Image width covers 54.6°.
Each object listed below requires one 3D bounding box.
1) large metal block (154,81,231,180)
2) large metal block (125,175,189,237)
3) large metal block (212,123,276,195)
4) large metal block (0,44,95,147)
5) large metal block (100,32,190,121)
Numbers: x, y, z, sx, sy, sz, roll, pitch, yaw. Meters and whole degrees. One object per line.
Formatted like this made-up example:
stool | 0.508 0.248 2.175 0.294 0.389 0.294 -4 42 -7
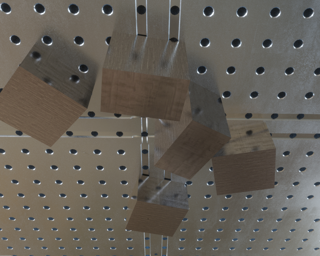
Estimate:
large metal block | 0.035 0.002 0.377 0.050 0.080 0.080 24 126 -19
large metal block | -0.006 0.128 0.503 0.080 0.050 0.079 13 129 -11
large metal block | 0.113 0.045 0.434 0.080 0.050 0.080 -9 130 7
large metal block | -0.137 -0.035 0.364 0.080 0.050 0.080 35 122 -26
large metal block | -0.016 -0.056 0.328 0.080 0.080 0.050 7 130 -6
